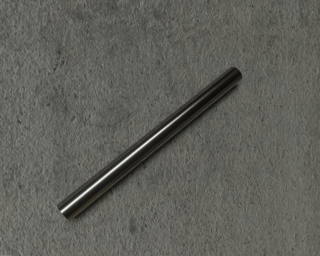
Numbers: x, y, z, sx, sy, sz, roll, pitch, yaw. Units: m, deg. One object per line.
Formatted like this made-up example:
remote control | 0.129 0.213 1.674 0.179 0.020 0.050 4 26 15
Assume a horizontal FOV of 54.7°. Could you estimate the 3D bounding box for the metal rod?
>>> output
metal rod | -0.002 0.011 0.411 0.301 0.025 0.025 -39 103 -16
